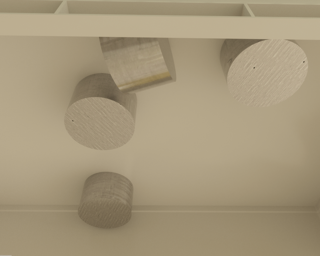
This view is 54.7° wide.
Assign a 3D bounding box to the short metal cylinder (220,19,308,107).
[{"bbox_3d":[0.109,-0.069,0.334,0.081,0.050,0.079,0,130,0],"label":"short metal cylinder"}]

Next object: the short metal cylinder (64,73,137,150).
[{"bbox_3d":[-0.069,-0.019,0.376,0.081,0.050,0.079,0,130,0],"label":"short metal cylinder"}]

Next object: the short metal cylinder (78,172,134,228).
[{"bbox_3d":[-0.084,0.115,0.489,0.081,0.050,0.079,0,130,0],"label":"short metal cylinder"}]

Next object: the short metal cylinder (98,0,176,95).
[{"bbox_3d":[-0.020,-0.078,0.306,0.050,0.080,0.080,-15,129,12],"label":"short metal cylinder"}]
